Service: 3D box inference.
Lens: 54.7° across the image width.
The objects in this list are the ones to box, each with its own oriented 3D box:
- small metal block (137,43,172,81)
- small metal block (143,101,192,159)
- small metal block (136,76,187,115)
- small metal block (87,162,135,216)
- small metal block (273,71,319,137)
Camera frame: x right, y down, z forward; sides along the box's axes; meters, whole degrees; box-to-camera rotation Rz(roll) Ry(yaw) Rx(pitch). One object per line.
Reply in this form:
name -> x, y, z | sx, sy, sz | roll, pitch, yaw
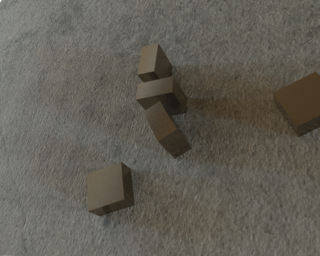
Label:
small metal block -> -0.006, -0.083, 0.440 | 0.025, 0.050, 0.050 | -7, 59, 24
small metal block -> 0.009, 0.003, 0.380 | 0.025, 0.050, 0.050 | -33, 52, 6
small metal block -> 0.003, -0.039, 0.409 | 0.050, 0.050, 0.025 | -9, 58, 23
small metal block -> -0.062, 0.077, 0.388 | 0.050, 0.025, 0.050 | -21, 54, 15
small metal block -> 0.160, -0.026, 0.336 | 0.050, 0.025, 0.050 | -28, 52, 10
